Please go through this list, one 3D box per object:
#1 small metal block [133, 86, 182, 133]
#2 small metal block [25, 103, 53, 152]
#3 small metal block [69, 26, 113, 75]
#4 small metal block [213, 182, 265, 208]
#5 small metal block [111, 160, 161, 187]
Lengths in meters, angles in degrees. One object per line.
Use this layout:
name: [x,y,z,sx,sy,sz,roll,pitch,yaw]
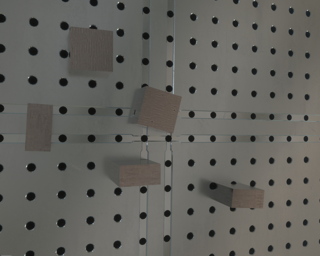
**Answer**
small metal block: [-0.004,-0.023,0.411,0.050,0.025,0.050,15,85,-20]
small metal block: [-0.136,-0.001,0.349,0.025,0.050,0.050,3,89,-20]
small metal block: [-0.085,-0.093,0.381,0.050,0.025,0.050,0,90,-20]
small metal block: [0.110,0.095,0.440,0.050,0.050,0.025,6,88,-20]
small metal block: [-0.031,0.055,0.388,0.050,0.050,0.025,0,90,-20]
